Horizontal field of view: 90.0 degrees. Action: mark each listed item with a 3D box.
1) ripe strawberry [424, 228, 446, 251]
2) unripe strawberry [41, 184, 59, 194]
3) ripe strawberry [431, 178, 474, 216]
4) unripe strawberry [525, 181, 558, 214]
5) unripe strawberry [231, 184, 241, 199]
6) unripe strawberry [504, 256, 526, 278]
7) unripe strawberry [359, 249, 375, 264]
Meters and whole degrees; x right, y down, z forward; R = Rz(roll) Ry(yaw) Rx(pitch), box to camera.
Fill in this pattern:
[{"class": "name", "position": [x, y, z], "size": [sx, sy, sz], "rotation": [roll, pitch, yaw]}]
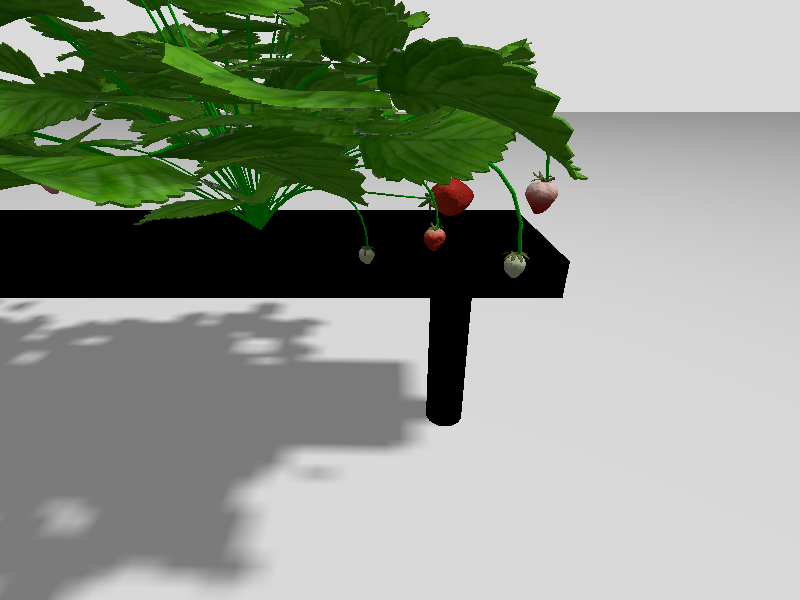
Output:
[{"class": "ripe strawberry", "position": [0.026, -0.045, 0.300], "size": [0.016, 0.016, 0.018], "rotation": [10, 29, 20]}, {"class": "unripe strawberry", "position": [-0.425, -0.142, 0.488], "size": [0.021, 0.025, 0.025], "rotation": [-24, 35, -39]}, {"class": "ripe strawberry", "position": [0.051, -0.102, 0.392], "size": [0.042, 0.036, 0.042], "rotation": [-6, 27, -13]}, {"class": "unripe strawberry", "position": [0.135, -0.098, 0.383], "size": [0.030, 0.031, 0.029], "rotation": [-4, 27, -7]}, {"class": "unripe strawberry", "position": [-0.182, -0.121, 0.450], "size": [0.017, 0.020, 0.019], "rotation": [-14, 24, -25]}, {"class": "unripe strawberry", "position": [0.072, -0.021, 0.250], "size": [0.013, 0.015, 0.015], "rotation": [15, 30, 27]}, {"class": "unripe strawberry", "position": [-0.023, -0.031, 0.279], "size": [0.011, 0.011, 0.011], "rotation": [21, 34, 35]}]
